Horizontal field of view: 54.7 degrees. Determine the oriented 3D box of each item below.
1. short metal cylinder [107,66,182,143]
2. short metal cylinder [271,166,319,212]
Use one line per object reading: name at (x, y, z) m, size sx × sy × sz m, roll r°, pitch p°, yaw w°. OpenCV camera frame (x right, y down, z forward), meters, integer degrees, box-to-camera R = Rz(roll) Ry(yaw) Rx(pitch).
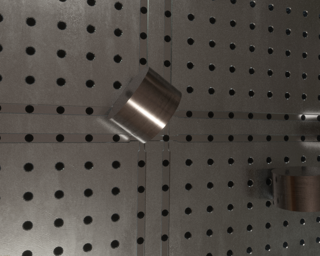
short metal cylinder at (-0.019, -0.028, 0.377) m, size 0.050 × 0.080 × 0.080 m, roll 37°, pitch 78°, yaw -17°
short metal cylinder at (0.211, 0.089, 0.463) m, size 0.081 × 0.080 × 0.050 m, roll -5°, pitch 92°, yaw -20°
